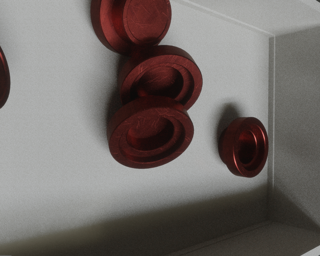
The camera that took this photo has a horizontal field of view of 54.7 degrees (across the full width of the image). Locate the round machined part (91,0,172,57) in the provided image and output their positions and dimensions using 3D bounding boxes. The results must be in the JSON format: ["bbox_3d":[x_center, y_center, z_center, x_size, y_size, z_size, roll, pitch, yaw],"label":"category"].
[{"bbox_3d":[-0.025,-0.130,0.356,0.099,0.042,0.097,-20,123,-34],"label":"round machined part"}]

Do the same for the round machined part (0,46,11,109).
[{"bbox_3d":[-0.151,-0.043,0.233,0.042,0.098,0.097,-8,97,4],"label":"round machined part"}]

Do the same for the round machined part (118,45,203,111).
[{"bbox_3d":[-0.002,-0.056,0.373,0.098,0.098,0.042,27,29,-37],"label":"round machined part"}]

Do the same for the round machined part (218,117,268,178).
[{"bbox_3d":[0.134,0.031,0.511,0.099,0.042,0.097,0,90,-40],"label":"round machined part"}]

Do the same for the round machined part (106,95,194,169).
[{"bbox_3d":[-0.014,0.001,0.364,0.098,0.098,0.042,27,29,-37],"label":"round machined part"}]
